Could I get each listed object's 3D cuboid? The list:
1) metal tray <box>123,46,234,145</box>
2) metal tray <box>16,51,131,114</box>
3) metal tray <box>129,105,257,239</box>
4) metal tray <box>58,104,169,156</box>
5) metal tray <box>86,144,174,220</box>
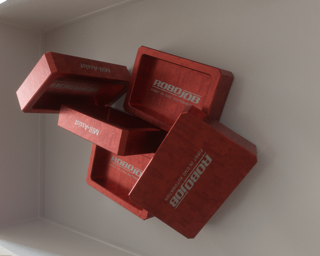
[{"bbox_3d":[0.017,-0.043,0.386,0.130,0.030,0.089,27,106,36],"label":"metal tray"},{"bbox_3d":[-0.113,-0.055,0.425,0.090,0.131,0.030,-37,68,34],"label":"metal tray"},{"bbox_3d":[0.034,0.051,0.346,0.090,0.030,0.129,33,114,4],"label":"metal tray"},{"bbox_3d":[-0.060,-0.001,0.408,0.130,0.091,0.030,20,103,38],"label":"metal tray"},{"bbox_3d":[-0.047,0.059,0.436,0.130,0.030,0.089,21,103,37],"label":"metal tray"}]
